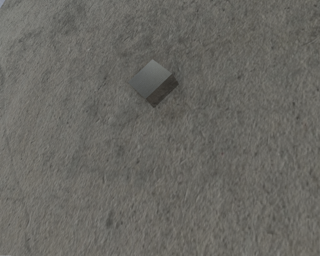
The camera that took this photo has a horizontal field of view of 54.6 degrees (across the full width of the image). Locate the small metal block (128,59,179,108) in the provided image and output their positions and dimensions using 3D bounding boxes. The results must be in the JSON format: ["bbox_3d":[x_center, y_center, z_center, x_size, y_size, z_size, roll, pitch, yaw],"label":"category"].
[{"bbox_3d":[-0.010,-0.065,0.450,0.050,0.025,0.050,-44,51,-2],"label":"small metal block"}]
